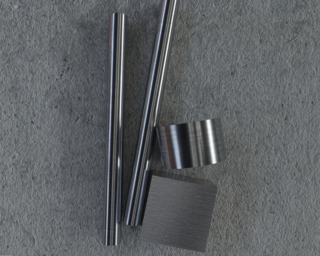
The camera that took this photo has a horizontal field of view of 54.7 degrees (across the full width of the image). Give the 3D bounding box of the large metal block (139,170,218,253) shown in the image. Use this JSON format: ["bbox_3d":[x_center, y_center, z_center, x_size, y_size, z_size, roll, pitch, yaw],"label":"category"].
[{"bbox_3d":[0.022,0.103,0.398,0.080,0.050,0.080,11,90,0],"label":"large metal block"}]

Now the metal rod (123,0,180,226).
[{"bbox_3d":[-0.012,-0.022,0.409,0.025,0.025,0.298,10,90,0],"label":"metal rod"}]

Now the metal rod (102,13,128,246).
[{"bbox_3d":[-0.059,0.002,0.409,0.025,0.025,0.298,2,90,0],"label":"metal rod"}]

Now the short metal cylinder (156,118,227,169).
[{"bbox_3d":[0.038,0.018,0.383,0.080,0.080,0.050,-9,90,0],"label":"short metal cylinder"}]
